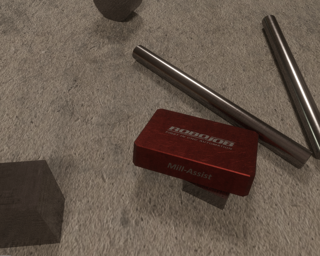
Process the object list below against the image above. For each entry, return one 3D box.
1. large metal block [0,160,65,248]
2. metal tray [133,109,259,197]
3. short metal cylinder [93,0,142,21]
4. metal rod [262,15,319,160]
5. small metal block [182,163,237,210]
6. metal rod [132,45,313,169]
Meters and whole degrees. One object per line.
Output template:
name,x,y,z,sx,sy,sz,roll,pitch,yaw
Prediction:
large metal block,-0.145,0.077,0.301,0.081,0.080,0.050,-4,50,-4
metal tray,0.045,0.023,0.364,0.131,0.030,0.090,15,33,11
short metal cylinder,-0.078,-0.247,0.574,0.080,0.080,0.050,21,53,16
metal rod,0.202,-0.083,0.475,0.025,0.025,0.300,0,50,-1
small metal block,0.060,0.057,0.356,0.050,0.025,0.050,23,54,18
metal rod,0.070,-0.042,0.439,0.025,0.025,0.300,-37,60,-27
